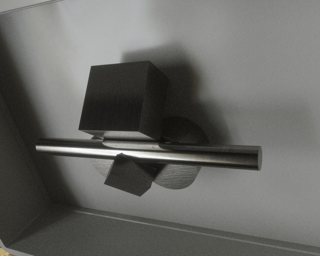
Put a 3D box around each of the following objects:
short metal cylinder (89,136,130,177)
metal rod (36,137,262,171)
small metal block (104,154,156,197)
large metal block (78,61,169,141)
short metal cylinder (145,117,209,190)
[{"bbox_3d":[-0.054,0.031,0.437,0.080,0.050,0.079,13,124,20],"label":"short metal cylinder"},{"bbox_3d":[-0.034,0.028,0.376,0.301,0.025,0.025,1,119,27],"label":"metal rod"},{"bbox_3d":[-0.038,0.060,0.384,0.050,0.025,0.050,21,151,-8],"label":"small metal block"},{"bbox_3d":[-0.041,-0.029,0.366,0.080,0.050,0.080,1,76,27],"label":"large metal block"},{"bbox_3d":[0.018,0.032,0.400,0.080,0.050,0.079,13,124,20],"label":"short metal cylinder"}]
